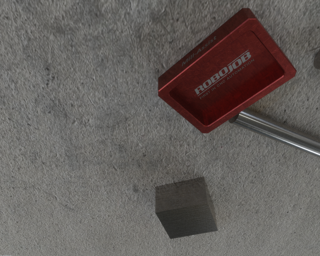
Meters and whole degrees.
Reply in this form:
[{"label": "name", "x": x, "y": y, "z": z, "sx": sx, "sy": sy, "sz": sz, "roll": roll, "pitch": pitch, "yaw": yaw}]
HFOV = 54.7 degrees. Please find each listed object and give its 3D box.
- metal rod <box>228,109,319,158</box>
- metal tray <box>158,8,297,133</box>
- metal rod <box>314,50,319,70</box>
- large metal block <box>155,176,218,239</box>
[{"label": "metal rod", "x": 0.230, "y": 0.031, "z": 0.436, "sx": 0.302, "sy": 0.025, "sz": 0.025, "roll": 20, "pitch": 127, "yaw": -17}, {"label": "metal tray", "x": 0.073, "y": -0.058, "z": 0.355, "sx": 0.130, "sy": 0.030, "sz": 0.090, "roll": -36, "pitch": 122, "yaw": 26}, {"label": "metal rod", "x": 0.323, "y": -0.043, "z": 0.375, "sx": 0.302, "sy": 0.025, "sz": 0.025, "roll": 14, "pitch": 129, "yaw": -12}, {"label": "large metal block", "x": 0.043, "y": 0.131, "z": 0.503, "sx": 0.080, "sy": 0.050, "sz": 0.080, "roll": -14, "pitch": 129, "yaw": 11}]
